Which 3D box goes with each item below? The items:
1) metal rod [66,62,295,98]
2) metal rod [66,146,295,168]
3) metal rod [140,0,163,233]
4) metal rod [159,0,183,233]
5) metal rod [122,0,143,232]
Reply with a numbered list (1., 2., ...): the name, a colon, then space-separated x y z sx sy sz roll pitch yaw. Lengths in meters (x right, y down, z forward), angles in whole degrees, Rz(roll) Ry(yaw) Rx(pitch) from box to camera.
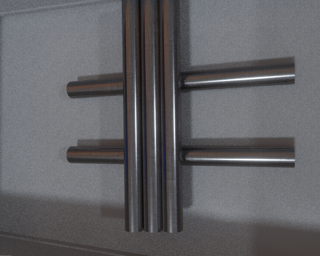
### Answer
1. metal rod: 0.012 -0.059 0.405 0.301 0.025 0.025 -1 90 19
2. metal rod: 0.012 0.036 0.405 0.301 0.025 0.025 -1 90 19
3. metal rod: -0.010 -0.023 0.385 0.025 0.025 0.298 -1 90 20
4. metal rod: 0.013 -0.026 0.377 0.025 0.025 0.298 -1 90 20
5. metal rod: -0.034 -0.021 0.394 0.025 0.025 0.298 -1 90 20
